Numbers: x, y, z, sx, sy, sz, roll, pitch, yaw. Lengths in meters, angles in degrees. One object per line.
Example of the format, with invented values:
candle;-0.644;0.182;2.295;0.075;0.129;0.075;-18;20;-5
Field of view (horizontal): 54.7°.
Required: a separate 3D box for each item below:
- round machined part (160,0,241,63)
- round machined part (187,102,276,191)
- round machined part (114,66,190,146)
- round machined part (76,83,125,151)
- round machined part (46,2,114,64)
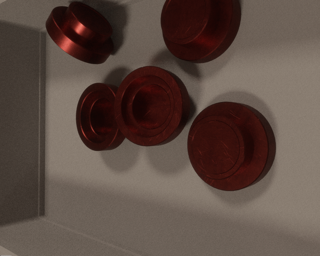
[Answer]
round machined part;0.040;-0.128;0.362;0.098;0.042;0.097;0;90;39
round machined part;0.069;0.020;0.337;0.098;0.042;0.097;0;90;39
round machined part;-0.006;-0.026;0.392;0.098;0.042;0.097;-1;89;29
round machined part;-0.077;-0.016;0.457;0.098;0.042;0.097;0;90;40
round machined part;-0.108;-0.142;0.446;0.042;0.099;0.098;-45;63;31
